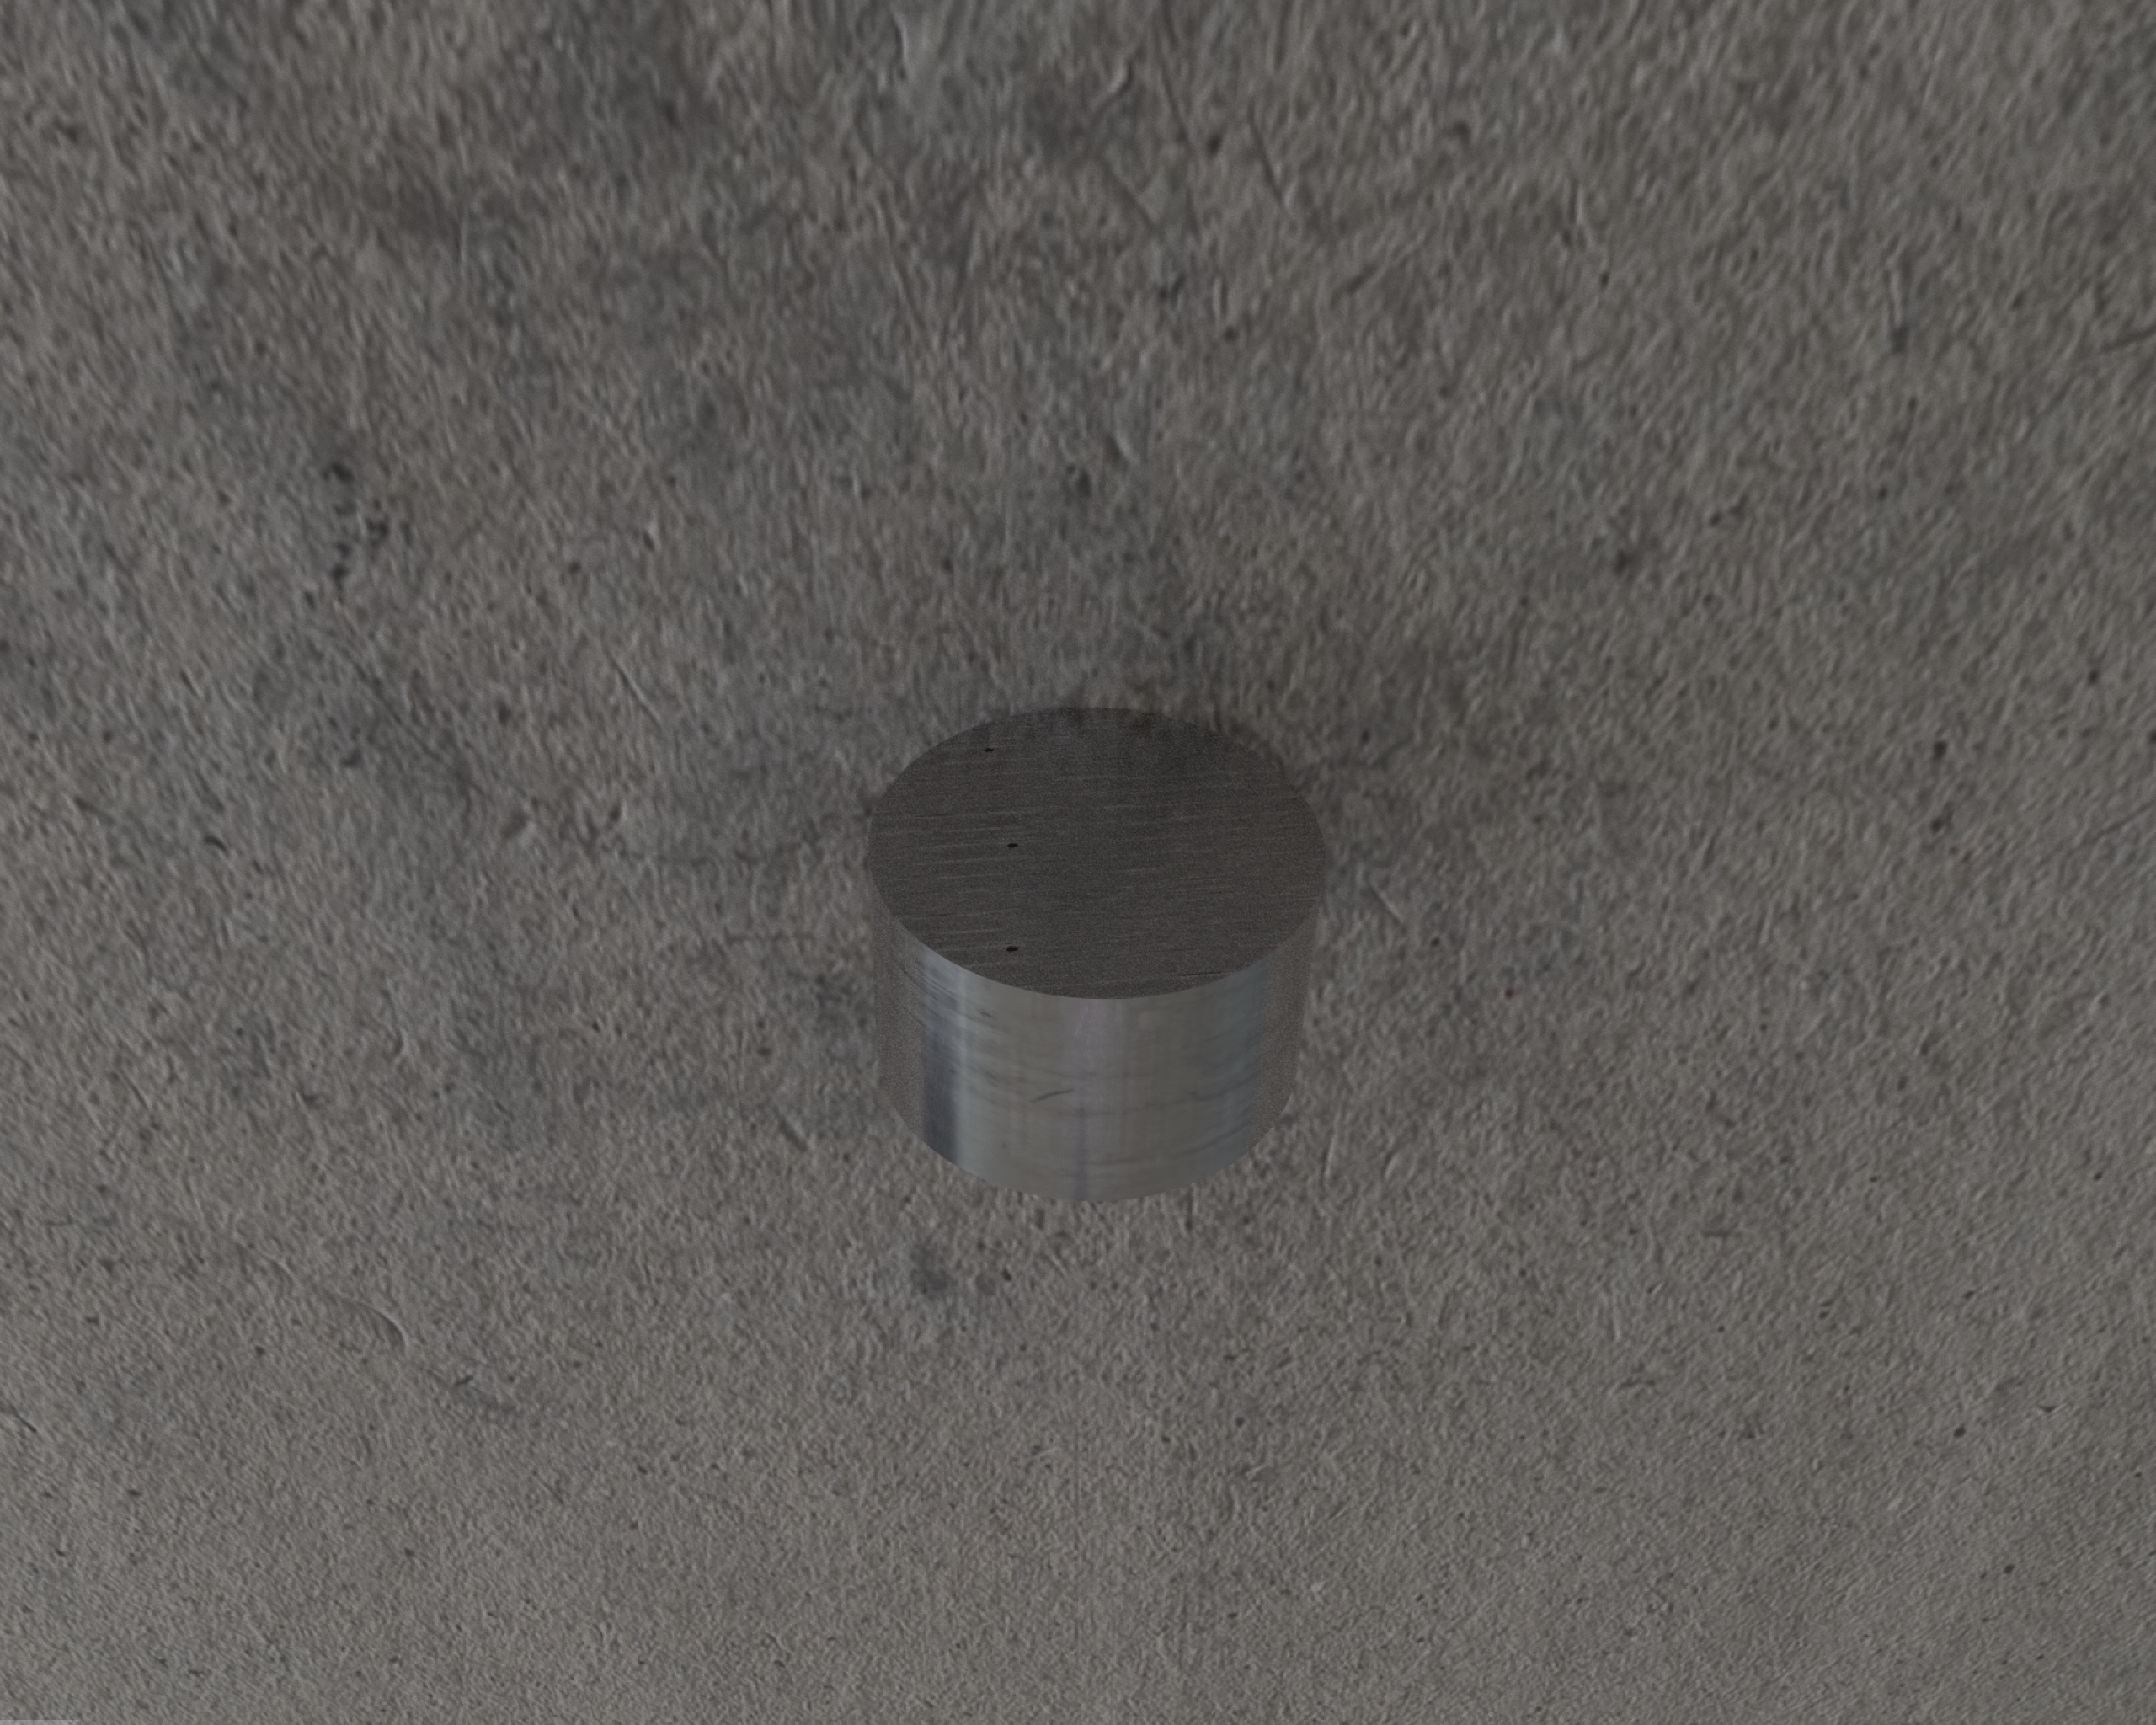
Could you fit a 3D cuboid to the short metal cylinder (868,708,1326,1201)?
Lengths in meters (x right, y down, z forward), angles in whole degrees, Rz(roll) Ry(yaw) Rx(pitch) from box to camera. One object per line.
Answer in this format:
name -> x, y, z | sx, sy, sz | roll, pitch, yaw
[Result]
short metal cylinder -> 0.003, 0.015, 0.384 | 0.080, 0.080, 0.050 | 1, 130, -1
